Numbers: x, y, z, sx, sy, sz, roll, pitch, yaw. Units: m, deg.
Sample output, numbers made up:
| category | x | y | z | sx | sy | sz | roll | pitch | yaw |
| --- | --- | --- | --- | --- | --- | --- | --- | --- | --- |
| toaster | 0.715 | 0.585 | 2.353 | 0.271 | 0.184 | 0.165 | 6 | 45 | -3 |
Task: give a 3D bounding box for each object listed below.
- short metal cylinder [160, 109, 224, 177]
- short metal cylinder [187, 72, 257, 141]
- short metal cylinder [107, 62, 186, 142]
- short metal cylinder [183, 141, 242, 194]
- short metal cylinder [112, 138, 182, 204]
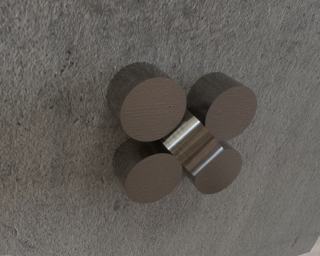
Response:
| category | x | y | z | sx | sy | sz | roll | pitch | yaw |
| --- | --- | --- | --- | --- | --- | --- | --- | --- | --- |
| short metal cylinder | 0.037 | 0.017 | 0.405 | 0.050 | 0.080 | 0.080 | -43 | 130 | 1 |
| short metal cylinder | 0.082 | -0.029 | 0.419 | 0.081 | 0.050 | 0.079 | -14 | 125 | -21 |
| short metal cylinder | -0.016 | -0.031 | 0.364 | 0.081 | 0.050 | 0.079 | -14 | 125 | -21 |
| short metal cylinder | 0.075 | 0.052 | 0.466 | 0.081 | 0.050 | 0.079 | -14 | 125 | -21 |
| short metal cylinder | -0.017 | 0.054 | 0.416 | 0.081 | 0.050 | 0.079 | -14 | 125 | -21 |
